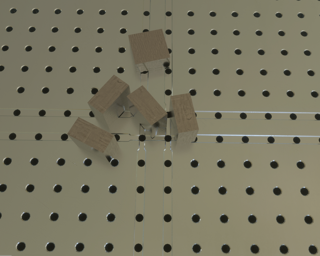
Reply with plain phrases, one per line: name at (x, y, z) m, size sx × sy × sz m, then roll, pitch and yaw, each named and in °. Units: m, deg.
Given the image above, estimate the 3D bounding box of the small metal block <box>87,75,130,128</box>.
small metal block at (-0.064, -0.034, 0.410) m, size 0.025 × 0.050 × 0.050 m, roll 36°, pitch 74°, yaw 12°

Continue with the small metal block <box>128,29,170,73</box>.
small metal block at (-0.016, -0.113, 0.453) m, size 0.050 × 0.025 × 0.050 m, roll -12°, pitch 71°, yaw -5°

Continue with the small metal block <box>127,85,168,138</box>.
small metal block at (-0.016, -0.020, 0.406) m, size 0.025 × 0.050 × 0.050 m, roll -37°, pitch 75°, yaw -12°

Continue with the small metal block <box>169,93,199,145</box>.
small metal block at (0.030, -0.011, 0.403) m, size 0.025 × 0.050 × 0.050 m, roll -10°, pitch 71°, yaw -4°

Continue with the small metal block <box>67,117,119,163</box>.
small metal block at (-0.083, 0.016, 0.392) m, size 0.050 × 0.050 × 0.025 m, roll 26°, pitch 72°, yaw 9°
